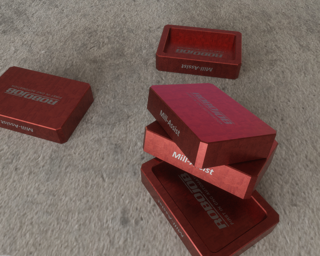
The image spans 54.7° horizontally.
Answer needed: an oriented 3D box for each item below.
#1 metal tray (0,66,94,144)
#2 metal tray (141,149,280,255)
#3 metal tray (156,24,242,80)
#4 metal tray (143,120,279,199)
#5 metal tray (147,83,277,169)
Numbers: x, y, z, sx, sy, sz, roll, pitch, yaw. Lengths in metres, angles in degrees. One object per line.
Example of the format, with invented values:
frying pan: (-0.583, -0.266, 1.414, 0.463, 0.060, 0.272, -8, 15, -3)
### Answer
metal tray: (-0.171, -0.035, 0.427, 0.131, 0.030, 0.090, 14, 51, 11)
metal tray: (0.049, 0.075, 0.337, 0.091, 0.030, 0.130, -26, 55, -20)
metal tray: (0.065, -0.127, 0.506, 0.131, 0.030, 0.090, 8, 50, 6)
metal tray: (0.058, 0.020, 0.357, 0.130, 0.030, 0.091, 24, 33, 24)
metal tray: (0.051, -0.010, 0.347, 0.091, 0.030, 0.130, -6, 33, -24)
